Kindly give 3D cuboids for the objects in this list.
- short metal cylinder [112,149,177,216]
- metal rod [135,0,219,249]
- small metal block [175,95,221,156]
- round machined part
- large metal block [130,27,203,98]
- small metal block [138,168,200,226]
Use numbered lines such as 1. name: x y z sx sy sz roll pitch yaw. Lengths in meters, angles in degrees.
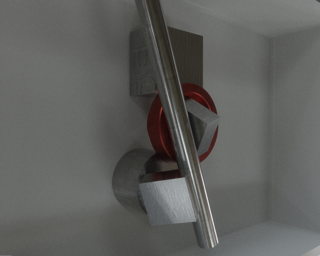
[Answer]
1. short metal cylinder: -0.011 0.066 0.382 0.081 0.050 0.079 0 90 -40
2. metal rod: 0.019 -0.007 0.332 0.025 0.025 0.298 -25 106 -38
3. small metal block: 0.036 -0.002 0.358 0.025 0.050 0.050 -25 141 -41
4. round machined part: 0.023 -0.004 0.377 0.099 0.042 0.097 0 90 -40
5. large metal block: 0.009 -0.080 0.396 0.081 0.050 0.079 0 90 -40
6. small metal block: 0.011 0.074 0.331 0.025 0.050 0.050 -47 124 -69
